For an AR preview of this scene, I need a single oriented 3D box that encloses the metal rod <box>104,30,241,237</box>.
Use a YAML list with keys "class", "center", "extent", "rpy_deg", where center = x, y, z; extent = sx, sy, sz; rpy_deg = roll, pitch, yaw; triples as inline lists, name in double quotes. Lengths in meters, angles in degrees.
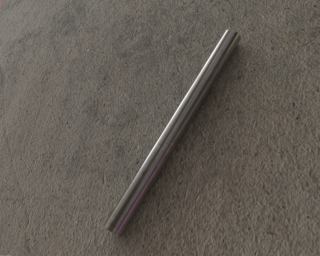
- class: "metal rod"
  center: [0.023, -0.004, 0.394]
  extent: [0.025, 0.025, 0.300]
  rpy_deg: [22, 73, 36]
